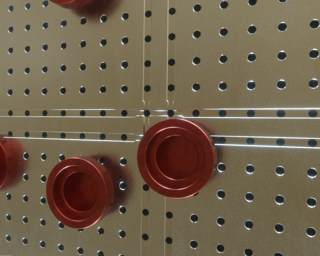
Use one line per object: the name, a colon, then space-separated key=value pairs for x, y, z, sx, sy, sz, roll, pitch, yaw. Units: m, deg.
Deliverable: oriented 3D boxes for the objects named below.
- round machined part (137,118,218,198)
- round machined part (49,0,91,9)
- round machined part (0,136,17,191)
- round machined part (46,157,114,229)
round machined part: x=0.024 y=0.037 z=0.395 sx=0.098 sy=0.042 sz=0.097 roll=0 pitch=90 yaw=20
round machined part: x=-0.124 y=-0.221 z=0.448 sx=0.098 sy=0.042 sz=0.097 roll=0 pitch=90 yaw=20
round machined part: x=-0.288 y=0.060 z=0.506 sx=0.098 sy=0.042 sz=0.097 roll=0 pitch=90 yaw=20
round machined part: x=-0.109 y=0.089 z=0.443 sx=0.098 sy=0.042 sz=0.097 roll=0 pitch=90 yaw=20
